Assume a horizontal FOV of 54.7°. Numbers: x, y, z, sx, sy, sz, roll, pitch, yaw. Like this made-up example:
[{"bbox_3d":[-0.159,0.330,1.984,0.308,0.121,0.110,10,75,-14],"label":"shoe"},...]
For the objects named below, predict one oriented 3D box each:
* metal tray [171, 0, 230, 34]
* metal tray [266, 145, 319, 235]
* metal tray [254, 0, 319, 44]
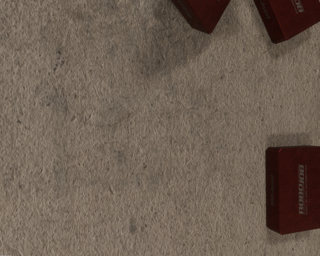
[{"bbox_3d":[0.052,-0.184,0.374,0.090,0.030,0.130,-61,153,4],"label":"metal tray"},{"bbox_3d":[0.214,0.094,0.488,0.091,0.030,0.129,-1,90,-21],"label":"metal tray"},{"bbox_3d":[0.191,-0.209,0.479,0.091,0.030,0.130,-31,101,-18],"label":"metal tray"}]
